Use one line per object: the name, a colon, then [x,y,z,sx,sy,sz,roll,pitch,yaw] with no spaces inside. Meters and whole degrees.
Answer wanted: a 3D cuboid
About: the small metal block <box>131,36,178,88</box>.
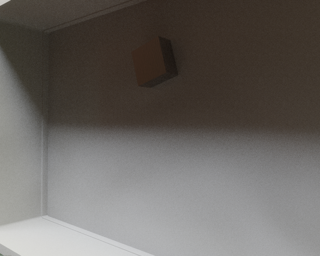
small metal block: [-0.008,-0.087,0.414,0.050,0.025,0.050,-19,78,38]
